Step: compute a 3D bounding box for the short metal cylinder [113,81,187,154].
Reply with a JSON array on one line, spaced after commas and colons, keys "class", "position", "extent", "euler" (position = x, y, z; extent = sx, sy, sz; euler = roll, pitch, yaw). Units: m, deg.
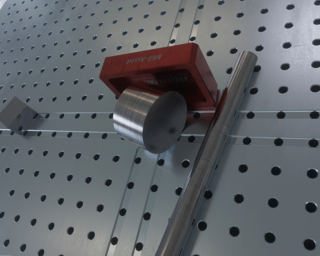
[{"class": "short metal cylinder", "position": [-0.011, -0.014, 0.387], "extent": [0.050, 0.080, 0.080], "euler": [24, 74, 36]}]

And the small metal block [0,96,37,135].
[{"class": "small metal block", "position": [-0.259, -0.024, 0.559], "extent": [0.050, 0.025, 0.050], "euler": [30, 78, 37]}]

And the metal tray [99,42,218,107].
[{"class": "metal tray", "position": [-0.001, -0.061, 0.404], "extent": [0.130, 0.090, 0.030], "euler": [-3, 61, 27]}]

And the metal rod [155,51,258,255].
[{"class": "metal rod", "position": [0.054, 0.036, 0.357], "extent": [0.025, 0.025, 0.300], "euler": [13, 68, 33]}]
